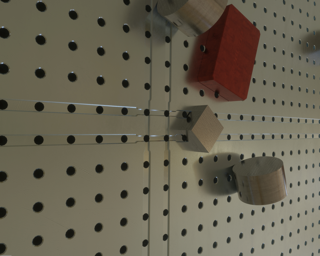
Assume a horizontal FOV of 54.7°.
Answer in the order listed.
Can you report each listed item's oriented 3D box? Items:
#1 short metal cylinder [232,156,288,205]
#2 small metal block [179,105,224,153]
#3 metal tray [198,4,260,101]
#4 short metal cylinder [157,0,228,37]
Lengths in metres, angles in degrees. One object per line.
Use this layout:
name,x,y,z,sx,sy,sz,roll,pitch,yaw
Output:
short metal cylinder,0.165,0.085,0.512,0.081,0.080,0.050,-24,105,-38
small metal block,0.063,0.001,0.462,0.050,0.025,0.050,50,61,-28
metal tray,0.115,-0.119,0.502,0.090,0.030,0.130,24,75,-37
short metal cylinder,0.042,-0.169,0.408,0.050,0.080,0.080,27,73,-37
